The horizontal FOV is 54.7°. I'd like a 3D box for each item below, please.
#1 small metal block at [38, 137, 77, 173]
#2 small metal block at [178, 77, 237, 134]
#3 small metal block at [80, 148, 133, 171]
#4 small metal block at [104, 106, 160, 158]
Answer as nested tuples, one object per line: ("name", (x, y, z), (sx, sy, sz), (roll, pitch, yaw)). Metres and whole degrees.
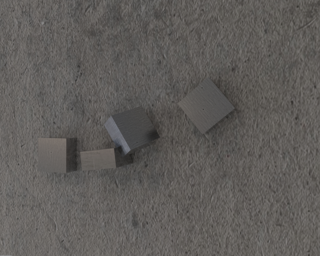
("small metal block", (-0.154, 0.040, 0.463), (0.050, 0.025, 0.050), (1, 90, 20))
("small metal block", (0.060, -0.027, 0.388), (0.050, 0.025, 0.050), (-41, 77, 15))
("small metal block", (-0.071, 0.041, 0.421), (0.050, 0.050, 0.025), (-7, 88, 20))
("small metal block", (-0.036, 0.004, 0.405), (0.050, 0.050, 0.025), (59, 139, 10))
